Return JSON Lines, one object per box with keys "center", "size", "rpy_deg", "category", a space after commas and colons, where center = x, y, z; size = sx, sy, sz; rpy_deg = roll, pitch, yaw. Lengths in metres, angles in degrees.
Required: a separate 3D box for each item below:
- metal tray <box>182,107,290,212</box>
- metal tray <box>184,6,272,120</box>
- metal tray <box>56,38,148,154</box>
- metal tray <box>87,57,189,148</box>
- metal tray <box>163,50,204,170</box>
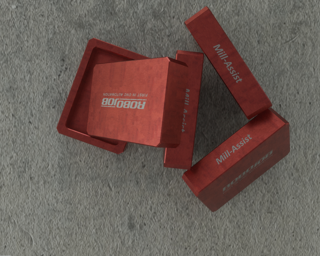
{"center": [0.098, 0.043, 0.380], "size": [0.130, 0.090, 0.030], "rpy_deg": [-38, 55, 0], "category": "metal tray"}
{"center": [0.082, -0.076, 0.377], "size": [0.030, 0.090, 0.130], "rpy_deg": [-33, 90, 14], "category": "metal tray"}
{"center": [-0.069, -0.041, 0.408], "size": [0.090, 0.030, 0.129], "rpy_deg": [20, 90, -1], "category": "metal tray"}
{"center": [-0.031, -0.030, 0.354], "size": [0.130, 0.030, 0.089], "rpy_deg": [7, 90, 44], "category": "metal tray"}
{"center": [0.026, -0.020, 0.379], "size": [0.030, 0.090, 0.129], "rpy_deg": [6, 91, 0], "category": "metal tray"}
